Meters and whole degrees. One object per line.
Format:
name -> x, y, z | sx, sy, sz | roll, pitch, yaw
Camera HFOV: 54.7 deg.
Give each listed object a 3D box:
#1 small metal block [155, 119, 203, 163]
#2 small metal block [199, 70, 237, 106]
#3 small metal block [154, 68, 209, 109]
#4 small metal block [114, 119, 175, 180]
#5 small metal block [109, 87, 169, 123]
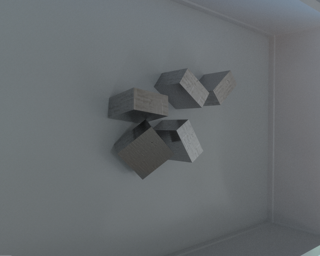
small metal block -> 0.022, 0.017, 0.411 | 0.025, 0.050, 0.050 | -41, 116, -32
small metal block -> 0.077, -0.058, 0.457 | 0.050, 0.050, 0.025 | -48, 119, -30
small metal block -> 0.029, -0.051, 0.417 | 0.050, 0.050, 0.025 | 43, 64, -32
small metal block -> -0.019, 0.026, 0.378 | 0.050, 0.025, 0.050 | -39, 119, 1
small metal block -> -0.026, -0.025, 0.368 | 0.050, 0.050, 0.025 | 9, 75, -40
